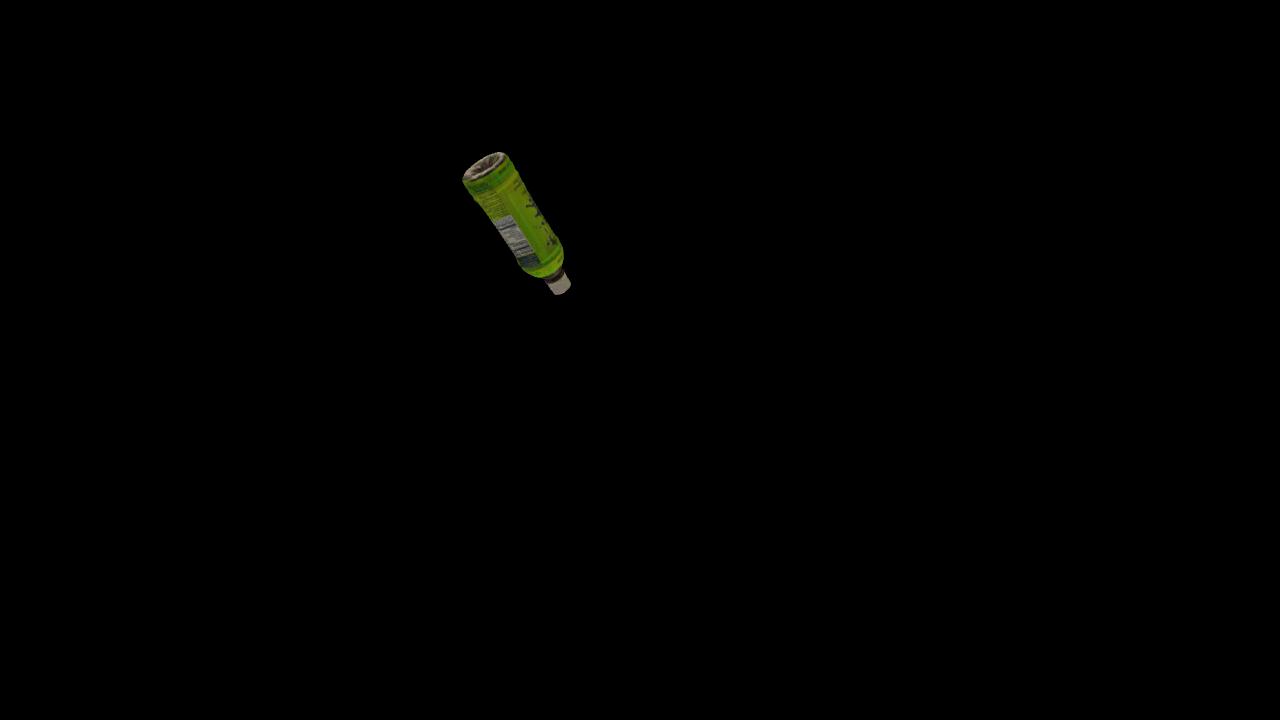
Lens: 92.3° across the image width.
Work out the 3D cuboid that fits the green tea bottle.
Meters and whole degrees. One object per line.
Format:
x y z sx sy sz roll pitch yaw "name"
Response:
-0.160 -0.178 0.852 0.073 0.073 0.212 0 -44 32 "green tea bottle"
